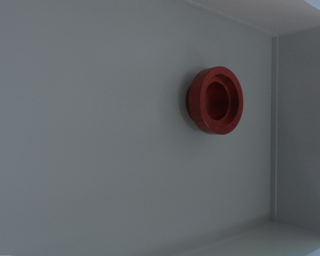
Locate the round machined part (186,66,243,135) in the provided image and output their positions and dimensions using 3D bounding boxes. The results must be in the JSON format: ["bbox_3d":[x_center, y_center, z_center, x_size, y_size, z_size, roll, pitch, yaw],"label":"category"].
[{"bbox_3d":[0.077,-0.039,0.458,0.099,0.042,0.097,0,90,-40],"label":"round machined part"}]
